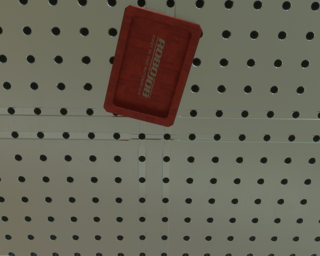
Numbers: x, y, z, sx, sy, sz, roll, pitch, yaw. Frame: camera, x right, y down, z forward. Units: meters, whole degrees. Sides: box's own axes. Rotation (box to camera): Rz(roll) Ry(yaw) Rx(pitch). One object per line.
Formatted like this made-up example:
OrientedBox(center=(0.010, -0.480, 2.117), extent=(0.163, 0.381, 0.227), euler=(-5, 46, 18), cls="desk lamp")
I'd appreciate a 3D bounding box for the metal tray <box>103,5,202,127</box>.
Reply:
OrientedBox(center=(-0.011, -0.074, 0.383), extent=(0.091, 0.030, 0.129), euler=(14, 109, -6), cls="metal tray")
